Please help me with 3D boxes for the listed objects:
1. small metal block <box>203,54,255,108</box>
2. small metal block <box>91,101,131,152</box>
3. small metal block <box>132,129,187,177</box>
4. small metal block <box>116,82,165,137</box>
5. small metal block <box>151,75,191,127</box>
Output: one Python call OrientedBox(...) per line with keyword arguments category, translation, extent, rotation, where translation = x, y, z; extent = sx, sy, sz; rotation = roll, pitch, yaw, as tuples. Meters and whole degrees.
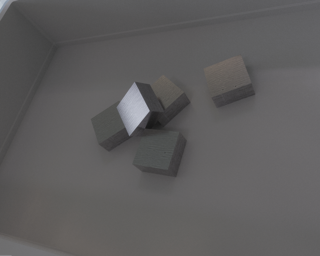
OrientedBox(category="small metal block", translation=(0.088, -0.060, 0.396), extent=(0.050, 0.025, 0.050), rotation=(-19, 54, 16))
OrientedBox(category="small metal block", translation=(-0.066, -0.003, 0.442), extent=(0.050, 0.025, 0.050), rotation=(-32, 52, 7))
OrientedBox(category="small metal block", translation=(0.000, 0.030, 0.387), extent=(0.050, 0.025, 0.050), rotation=(5, 64, 30))
OrientedBox(category="small metal block", translation=(-0.027, -0.024, 0.406), extent=(0.050, 0.025, 0.050), rotation=(-49, 54, 34))
OrientedBox(category="small metal block", translation=(0.005, -0.038, 0.427), extent=(0.050, 0.025, 0.050), rotation=(-43, 51, -2))
